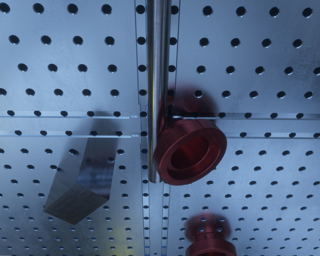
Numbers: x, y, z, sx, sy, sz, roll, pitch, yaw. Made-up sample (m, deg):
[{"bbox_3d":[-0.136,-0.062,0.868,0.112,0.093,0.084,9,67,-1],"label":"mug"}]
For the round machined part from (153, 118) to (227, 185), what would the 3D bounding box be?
[{"bbox_3d":[0.035,0.027,0.408,0.099,0.042,0.097,-17,134,-18],"label":"round machined part"}]

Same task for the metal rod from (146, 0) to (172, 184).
[{"bbox_3d":[-0.003,-0.038,0.379,0.025,0.025,0.298,1,130,-1],"label":"metal rod"}]

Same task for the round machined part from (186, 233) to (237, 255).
[{"bbox_3d":[0.100,0.242,0.608,0.099,0.042,0.097,0,130,0],"label":"round machined part"}]

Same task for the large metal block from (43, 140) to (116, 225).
[{"bbox_3d":[-0.112,0.077,0.440,0.050,0.080,0.080,36,122,-26],"label":"large metal block"}]
